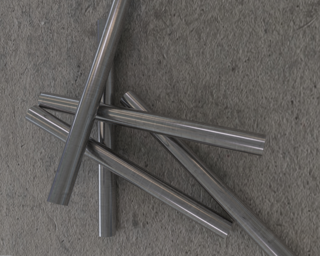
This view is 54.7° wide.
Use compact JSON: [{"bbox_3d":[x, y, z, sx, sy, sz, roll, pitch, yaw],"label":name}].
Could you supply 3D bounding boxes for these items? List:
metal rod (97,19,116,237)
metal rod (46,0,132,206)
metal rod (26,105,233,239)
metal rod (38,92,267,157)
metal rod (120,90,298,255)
[{"bbox_3d":[-0.075,0.000,0.435,0.025,0.025,0.298,-1,90,20],"label":"metal rod"},{"bbox_3d":[-0.082,-0.054,0.392,0.025,0.025,0.299,10,76,20],"label":"metal rod"},{"bbox_3d":[-0.046,0.052,0.403,0.301,0.025,0.025,29,100,9],"label":"metal rod"},{"bbox_3d":[-0.025,-0.010,0.389,0.301,0.025,0.025,12,94,19],"label":"metal rod"},{"bbox_3d":[0.057,0.061,0.388,0.300,0.025,0.025,46,104,14],"label":"metal rod"}]
